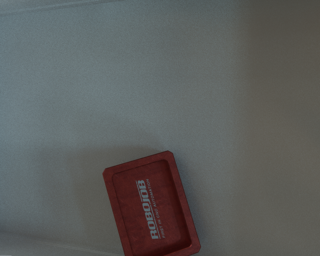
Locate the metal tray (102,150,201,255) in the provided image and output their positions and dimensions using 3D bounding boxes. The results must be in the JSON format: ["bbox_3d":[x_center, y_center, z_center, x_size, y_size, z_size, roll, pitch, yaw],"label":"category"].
[{"bbox_3d":[-0.012,0.102,0.389,0.091,0.030,0.129,-15,84,-10],"label":"metal tray"}]
